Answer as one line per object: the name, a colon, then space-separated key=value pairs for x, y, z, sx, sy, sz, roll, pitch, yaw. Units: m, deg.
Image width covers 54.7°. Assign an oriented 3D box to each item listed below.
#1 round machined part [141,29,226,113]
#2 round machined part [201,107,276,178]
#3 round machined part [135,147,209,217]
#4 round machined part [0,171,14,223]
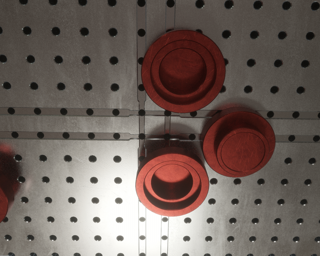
round machined part: x=0.027 y=-0.070 z=0.379 sx=0.099 sy=0.042 sz=0.097 roll=0 pitch=110 yaw=-1
round machined part: x=0.106 y=0.024 z=0.415 sx=0.099 sy=0.042 sz=0.097 roll=0 pitch=110 yaw=-1
round machined part: x=0.016 y=0.070 z=0.431 sx=0.099 sy=0.042 sz=0.097 roll=0 pitch=110 yaw=-1
round machined part: x=-0.254 y=0.091 z=0.434 sx=0.099 sy=0.042 sz=0.097 roll=0 pitch=110 yaw=-1
